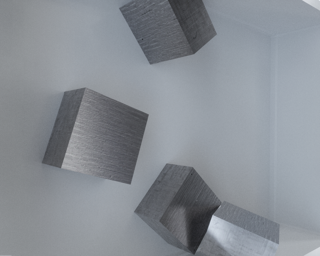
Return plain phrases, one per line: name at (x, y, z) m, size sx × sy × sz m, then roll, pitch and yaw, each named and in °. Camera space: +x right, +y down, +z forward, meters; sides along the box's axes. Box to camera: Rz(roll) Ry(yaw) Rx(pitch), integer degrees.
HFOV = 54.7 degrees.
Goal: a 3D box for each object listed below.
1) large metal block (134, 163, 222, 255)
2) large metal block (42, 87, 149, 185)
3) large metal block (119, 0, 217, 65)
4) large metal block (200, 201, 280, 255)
large metal block at (0.026, 0.106, 0.413) m, size 0.080 × 0.050 × 0.080 m, roll 51°, pitch 60°, yaw -28°
large metal block at (-0.067, 0.011, 0.334) m, size 0.080 × 0.050 × 0.080 m, roll 23°, pitch 76°, yaw -38°
large metal block at (0.009, -0.131, 0.378) m, size 0.050 × 0.080 × 0.080 m, roll -45°, pitch 117°, yaw -30°
large metal block at (0.107, 0.143, 0.406) m, size 0.080 × 0.080 × 0.050 m, roll 0°, pitch 109°, yaw -69°
